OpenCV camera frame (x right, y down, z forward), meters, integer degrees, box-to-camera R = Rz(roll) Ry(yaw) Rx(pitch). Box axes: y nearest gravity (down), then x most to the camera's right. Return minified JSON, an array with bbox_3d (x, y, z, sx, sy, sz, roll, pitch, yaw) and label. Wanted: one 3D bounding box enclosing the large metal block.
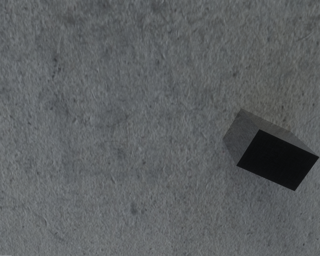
[{"bbox_3d":[0.134,0.024,0.391,0.080,0.080,0.050,24,108,-9],"label":"large metal block"}]
